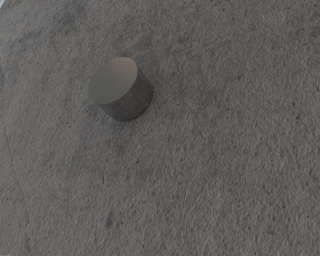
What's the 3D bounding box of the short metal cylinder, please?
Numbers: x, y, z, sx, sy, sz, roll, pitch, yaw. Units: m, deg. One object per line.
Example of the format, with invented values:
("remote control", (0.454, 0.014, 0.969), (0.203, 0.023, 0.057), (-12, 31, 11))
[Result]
("short metal cylinder", (-0.056, -0.056, 0.453), (0.080, 0.050, 0.080), (-13, 56, 21))
